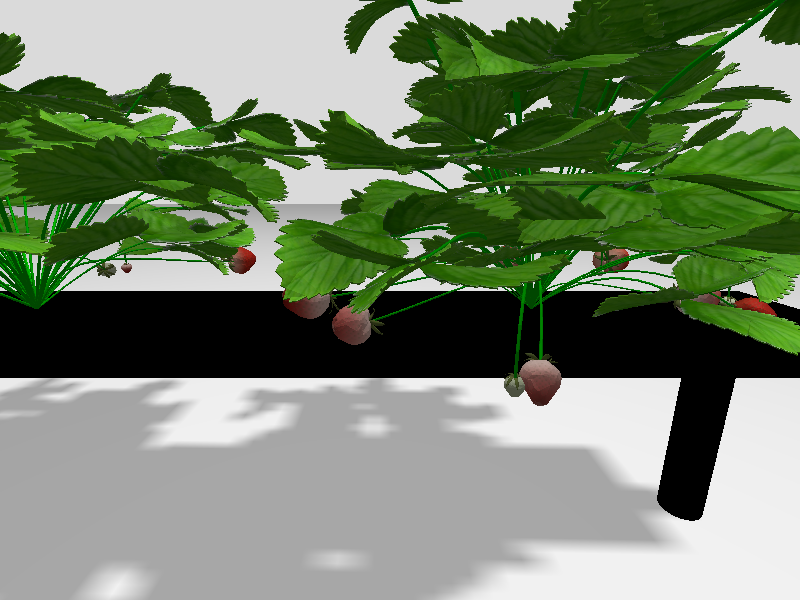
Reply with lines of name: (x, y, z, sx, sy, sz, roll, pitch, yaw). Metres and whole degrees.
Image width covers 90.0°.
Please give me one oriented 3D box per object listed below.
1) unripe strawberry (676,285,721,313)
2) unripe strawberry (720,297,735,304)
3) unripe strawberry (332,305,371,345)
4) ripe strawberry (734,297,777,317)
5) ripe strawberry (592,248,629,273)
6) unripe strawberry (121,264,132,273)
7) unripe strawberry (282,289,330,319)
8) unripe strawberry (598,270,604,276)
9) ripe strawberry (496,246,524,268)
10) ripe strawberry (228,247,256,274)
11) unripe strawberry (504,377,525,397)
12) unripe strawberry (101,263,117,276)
unripe strawberry: (0.259, -0.003, 0.348, 0.034, 0.033, 0.031, 2, 15, 5)
unripe strawberry: (0.282, 0.003, 0.345, 0.010, 0.011, 0.011, 2, 15, 6)
unripe strawberry: (-0.034, 0.017, 0.277, 0.027, 0.029, 0.025, -9, 18, -28)
ripe strawberry: (0.272, 0.010, 0.308, 0.028, 0.024, 0.028, 15, 19, 16)
ripe strawberry: (0.273, -0.054, 0.515, 0.042, 0.036, 0.042, 14, 19, 42)
unripe strawberry: (-0.354, -0.041, 0.519, 0.012, 0.012, 0.010, -2, 15, -8)
unripe strawberry: (-0.078, -0.003, 0.335, 0.040, 0.034, 0.039, -3, 16, -7)
unripe strawberry: (0.241, -0.033, 0.482, 0.009, 0.010, 0.010, 15, 21, 43)
ripe strawberry: (0.143, -0.056, 0.530, 0.039, 0.035, 0.035, 2, 15, 7)
ripe strawberry: (-0.206, -0.053, 0.524, 0.034, 0.036, 0.037, 11, 18, 35)
unripe strawberry: (0.059, 0.044, 0.205, 0.011, 0.011, 0.010, 6, 16, 20)
unripe strawberry: (-0.363, -0.038, 0.498, 0.019, 0.016, 0.019, -4, 8, -13)
